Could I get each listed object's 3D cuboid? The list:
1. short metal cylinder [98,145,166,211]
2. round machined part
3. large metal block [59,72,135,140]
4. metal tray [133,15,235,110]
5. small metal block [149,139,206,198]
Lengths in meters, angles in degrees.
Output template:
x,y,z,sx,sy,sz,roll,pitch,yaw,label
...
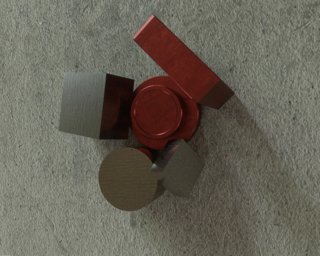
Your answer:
x,y,z,sx,sy,sz,roll,pitch,yaw,label
-0.033,0.063,0.408,0.080,0.050,0.079,0,90,19,short metal cylinder
0.001,-0.020,0.401,0.098,0.042,0.097,0,90,19,round machined part
-0.085,-0.030,0.412,0.080,0.050,0.079,9,93,36,large metal block
0.033,-0.065,0.341,0.030,0.130,0.090,-46,76,14,metal tray
0.022,0.049,0.377,0.025,0.050,0.050,-8,131,50,small metal block
